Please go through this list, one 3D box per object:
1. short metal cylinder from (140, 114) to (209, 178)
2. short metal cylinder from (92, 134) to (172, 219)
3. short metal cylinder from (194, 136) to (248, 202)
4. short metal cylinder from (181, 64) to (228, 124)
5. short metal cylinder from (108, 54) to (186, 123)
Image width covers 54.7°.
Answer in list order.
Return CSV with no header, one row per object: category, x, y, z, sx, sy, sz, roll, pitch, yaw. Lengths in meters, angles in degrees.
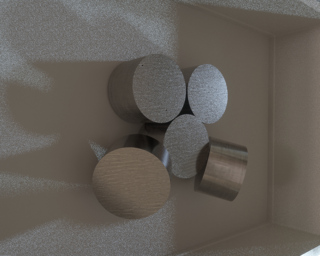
short metal cylinder,0.018,0.022,0.403,0.081,0.050,0.079,0,90,-40
short metal cylinder,-0.028,0.051,0.340,0.050,0.080,0.080,-76,151,-75
short metal cylinder,0.083,0.057,0.433,0.050,0.080,0.080,16,77,1
short metal cylinder,0.049,-0.046,0.432,0.081,0.050,0.079,0,90,-40
short metal cylinder,-0.015,-0.046,0.376,0.081,0.050,0.079,0,90,-40
